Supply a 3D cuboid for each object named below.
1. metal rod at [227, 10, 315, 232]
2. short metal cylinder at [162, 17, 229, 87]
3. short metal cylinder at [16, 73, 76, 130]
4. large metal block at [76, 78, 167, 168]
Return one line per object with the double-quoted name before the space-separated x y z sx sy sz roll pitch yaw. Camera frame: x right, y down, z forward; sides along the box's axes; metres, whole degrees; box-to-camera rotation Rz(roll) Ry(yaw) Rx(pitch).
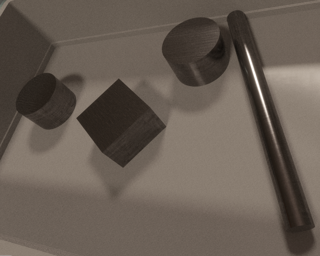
"metal rod" 0.118 -0.033 0.363 0.025 0.025 0.299 -17 55 18
"short metal cylinder" 0.050 -0.104 0.427 0.080 0.050 0.080 -13 56 21
"short metal cylinder" -0.188 -0.044 0.513 0.080 0.050 0.080 -13 56 20
"large metal block" -0.053 -0.008 0.421 0.080 0.050 0.080 -44 51 -3
